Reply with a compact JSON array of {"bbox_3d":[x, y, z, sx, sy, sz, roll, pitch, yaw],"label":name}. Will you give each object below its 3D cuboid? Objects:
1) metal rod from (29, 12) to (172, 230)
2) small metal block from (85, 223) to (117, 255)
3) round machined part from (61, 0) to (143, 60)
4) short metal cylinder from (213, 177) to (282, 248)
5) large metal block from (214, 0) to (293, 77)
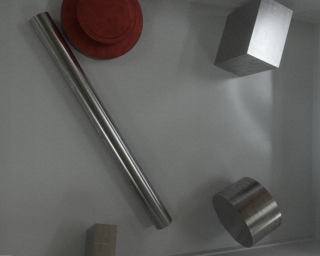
[{"bbox_3d":[-0.067,0.000,0.386,0.025,0.025,0.299,-33,101,-17],"label":"metal rod"},{"bbox_3d":[-0.071,0.142,0.363,0.025,0.050,0.050,11,61,-20],"label":"small metal block"},{"bbox_3d":[-0.067,-0.133,0.373,0.099,0.042,0.097,-2,96,-21],"label":"round machined part"},{"bbox_3d":[0.118,0.115,0.427,0.050,0.080,0.080,-27,100,-18],"label":"short metal cylinder"},{"bbox_3d":[0.127,-0.123,0.429,0.050,0.080,0.080,18,84,-20],"label":"large metal block"}]
